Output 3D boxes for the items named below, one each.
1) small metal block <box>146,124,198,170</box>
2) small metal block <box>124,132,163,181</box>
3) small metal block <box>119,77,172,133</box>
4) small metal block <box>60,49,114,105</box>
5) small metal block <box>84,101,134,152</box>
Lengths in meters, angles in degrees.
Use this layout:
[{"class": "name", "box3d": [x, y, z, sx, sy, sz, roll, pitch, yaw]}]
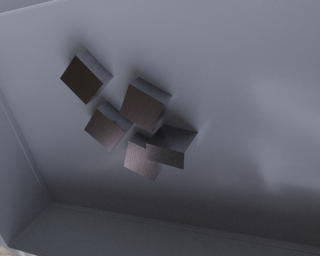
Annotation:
[{"class": "small metal block", "box3d": [0.016, 0.023, 0.398, 0.050, 0.050, 0.025, 13, 124, 21]}, {"class": "small metal block", "box3d": [-0.021, 0.041, 0.445, 0.050, 0.025, 0.050, 24, 127, 13]}, {"class": "small metal block", "box3d": [-0.019, -0.030, 0.400, 0.050, 0.025, 0.050, 31, 129, 8]}, {"class": "small metal block", "box3d": [-0.099, -0.068, 0.419, 0.050, 0.025, 0.050, 46, 129, -5]}, {"class": "small metal block", "box3d": [-0.074, -0.002, 0.447, 0.050, 0.025, 0.050, 41, 129, 0]}]
